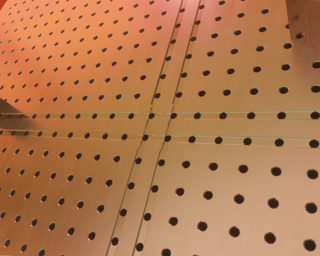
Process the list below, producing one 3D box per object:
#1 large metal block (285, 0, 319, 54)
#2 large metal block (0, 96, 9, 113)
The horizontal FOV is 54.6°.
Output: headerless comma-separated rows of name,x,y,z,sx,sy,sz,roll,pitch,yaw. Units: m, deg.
large metal block,0.198,-0.147,0.360,0.080,0.080,0.050,-41,51,0
large metal block,-0.359,-0.063,0.603,0.080,0.080,0.050,30,78,38
